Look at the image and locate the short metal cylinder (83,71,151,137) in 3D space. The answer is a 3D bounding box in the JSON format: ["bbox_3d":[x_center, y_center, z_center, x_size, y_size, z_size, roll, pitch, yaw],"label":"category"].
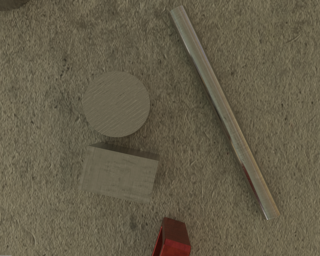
[{"bbox_3d":[-0.052,-0.029,0.397,0.081,0.050,0.079,0,90,0],"label":"short metal cylinder"}]

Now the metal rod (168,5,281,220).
[{"bbox_3d":[0.085,-0.020,0.410,0.025,0.025,0.299,-25,90,0],"label":"metal rod"}]

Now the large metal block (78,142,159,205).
[{"bbox_3d":[-0.046,0.052,0.382,0.080,0.080,0.050,12,90,0],"label":"large metal block"}]

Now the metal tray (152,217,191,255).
[{"bbox_3d":[0.001,0.186,0.377,0.030,0.090,0.129,18,90,0],"label":"metal tray"}]

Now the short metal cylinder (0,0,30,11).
[{"bbox_3d":[-0.193,-0.192,0.381,0.080,0.080,0.050,-37,90,0],"label":"short metal cylinder"}]
